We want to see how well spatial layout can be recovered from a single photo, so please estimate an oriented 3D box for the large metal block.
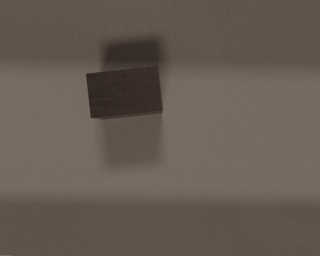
[{"bbox_3d":[-0.040,-0.040,0.383,0.081,0.080,0.050,-6,90,0],"label":"large metal block"}]
